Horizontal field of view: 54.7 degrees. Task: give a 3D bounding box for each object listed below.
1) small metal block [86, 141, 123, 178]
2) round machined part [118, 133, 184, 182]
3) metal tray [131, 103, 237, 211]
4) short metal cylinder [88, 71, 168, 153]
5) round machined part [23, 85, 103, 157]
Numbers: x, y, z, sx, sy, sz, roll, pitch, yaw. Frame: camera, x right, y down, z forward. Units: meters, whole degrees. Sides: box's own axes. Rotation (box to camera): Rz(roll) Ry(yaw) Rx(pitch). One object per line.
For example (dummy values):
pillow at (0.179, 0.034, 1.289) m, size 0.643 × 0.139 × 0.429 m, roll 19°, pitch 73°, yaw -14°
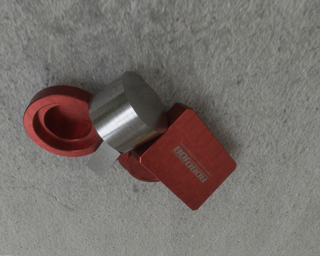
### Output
small metal block at (-0.060, 0.028, 0.391) m, size 0.025 × 0.050 × 0.050 m, roll 41°, pitch 122°, yaw -1°
round machined part at (-0.011, 0.038, 0.430) m, size 0.099 × 0.042 × 0.097 m, roll -1°, pitch 130°, yaw 0°
metal tray at (0.036, 0.041, 0.412) m, size 0.090 × 0.030 × 0.130 m, roll -46°, pitch 122°, yaw -5°
short metal cylinder at (-0.035, -0.018, 0.358) m, size 0.050 × 0.080 × 0.080 m, roll -31°, pitch 124°, yaw 23°
round machined part at (-0.112, -0.012, 0.385) m, size 0.099 × 0.042 × 0.097 m, roll -1°, pitch 130°, yaw 0°
